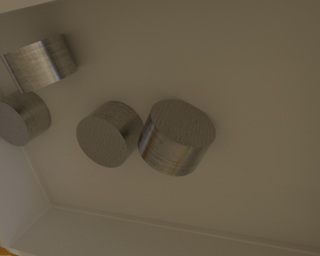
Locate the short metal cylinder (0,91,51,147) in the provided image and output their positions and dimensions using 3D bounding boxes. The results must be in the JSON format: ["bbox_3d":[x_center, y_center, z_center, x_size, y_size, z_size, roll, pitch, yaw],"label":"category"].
[{"bbox_3d":[-0.226,-0.017,0.501,0.080,0.050,0.079,13,124,21],"label":"short metal cylinder"}]

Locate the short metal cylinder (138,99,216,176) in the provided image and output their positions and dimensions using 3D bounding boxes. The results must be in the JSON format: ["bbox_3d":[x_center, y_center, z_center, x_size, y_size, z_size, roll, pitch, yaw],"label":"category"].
[{"bbox_3d":[0.019,0.011,0.370,0.080,0.080,0.050,31,129,8],"label":"short metal cylinder"}]

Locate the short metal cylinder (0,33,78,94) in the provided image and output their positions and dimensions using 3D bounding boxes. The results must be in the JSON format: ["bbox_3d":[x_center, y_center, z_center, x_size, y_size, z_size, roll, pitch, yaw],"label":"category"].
[{"bbox_3d":[-0.155,-0.084,0.403,0.080,0.080,0.050,-7,115,31],"label":"short metal cylinder"}]

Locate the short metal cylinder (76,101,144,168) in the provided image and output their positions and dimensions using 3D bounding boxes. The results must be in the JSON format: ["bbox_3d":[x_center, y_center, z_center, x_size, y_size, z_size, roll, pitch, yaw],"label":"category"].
[{"bbox_3d":[-0.068,0.008,0.434,0.080,0.050,0.079,13,124,21],"label":"short metal cylinder"}]
